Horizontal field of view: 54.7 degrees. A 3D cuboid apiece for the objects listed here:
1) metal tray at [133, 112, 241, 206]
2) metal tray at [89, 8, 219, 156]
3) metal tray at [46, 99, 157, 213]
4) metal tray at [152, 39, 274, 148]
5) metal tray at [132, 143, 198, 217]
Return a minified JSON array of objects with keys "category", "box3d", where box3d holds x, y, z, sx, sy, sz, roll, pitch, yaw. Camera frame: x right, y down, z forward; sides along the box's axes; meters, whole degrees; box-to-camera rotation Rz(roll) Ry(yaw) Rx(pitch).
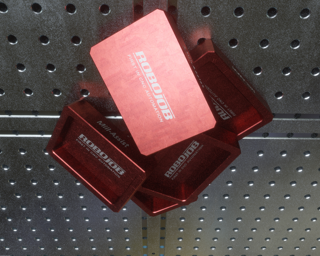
[{"category":"metal tray","box3d":[0.031,0.046,0.408,0.091,0.030,0.129,23,126,-19]},{"category":"metal tray","box3d":[-0.005,-0.045,0.330,0.090,0.030,0.129,-24,96,18]},{"category":"metal tray","box3d":[-0.078,0.037,0.398,0.130,0.030,0.089,40,124,6]},{"category":"metal tray","box3d":[0.065,-0.033,0.381,0.090,0.030,0.130,-36,122,26]},{"category":"metal tray","box3d":[-0.011,0.081,0.477,0.090,0.030,0.130,-26,126,20]}]
